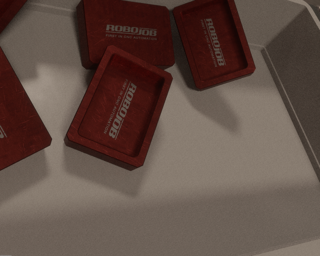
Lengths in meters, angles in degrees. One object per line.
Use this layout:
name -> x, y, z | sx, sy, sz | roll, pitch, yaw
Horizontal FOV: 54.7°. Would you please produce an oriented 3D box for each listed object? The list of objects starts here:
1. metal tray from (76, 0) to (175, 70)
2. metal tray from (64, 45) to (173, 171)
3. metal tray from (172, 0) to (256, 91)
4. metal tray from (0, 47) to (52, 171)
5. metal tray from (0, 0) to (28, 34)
metal tray -> -0.045, -0.129, 0.437 | 0.131, 0.030, 0.089 | -6, 88, -31
metal tray -> -0.046, -0.025, 0.372 | 0.090, 0.030, 0.130 | 24, 67, -14
metal tray -> 0.081, -0.131, 0.471 | 0.090, 0.030, 0.129 | -17, 89, 7
metal tray -> -0.176, -0.020, 0.294 | 0.091, 0.030, 0.129 | -32, 99, -38
metal tray -> -0.185, -0.160, 0.321 | 0.030, 0.130, 0.090 | 45, 6, 38
